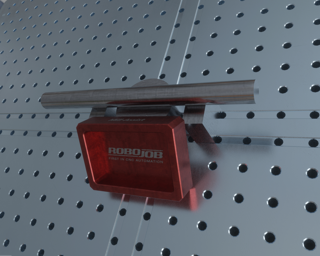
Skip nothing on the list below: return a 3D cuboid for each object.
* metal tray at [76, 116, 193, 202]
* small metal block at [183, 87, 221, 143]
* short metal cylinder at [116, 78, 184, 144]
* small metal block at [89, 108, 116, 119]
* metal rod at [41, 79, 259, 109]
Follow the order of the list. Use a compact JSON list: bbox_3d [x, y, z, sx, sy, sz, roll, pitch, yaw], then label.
[{"bbox_3d":[-0.032,0.033,0.366,0.130,0.089,0.030,1,19,28],"label":"metal tray"},{"bbox_3d":[0.051,-0.015,0.375,0.025,0.050,0.050,-1,61,28],"label":"small metal block"},{"bbox_3d":[-0.010,-0.018,0.408,0.080,0.050,0.080,-13,56,21],"label":"short metal cylinder"},{"bbox_3d":[-0.071,-0.018,0.441,0.025,0.050,0.050,-1,61,28],"label":"small metal block"},{"bbox_3d":[-0.034,-0.039,0.386,0.300,0.025,0.025,1,62,29],"label":"metal rod"}]
